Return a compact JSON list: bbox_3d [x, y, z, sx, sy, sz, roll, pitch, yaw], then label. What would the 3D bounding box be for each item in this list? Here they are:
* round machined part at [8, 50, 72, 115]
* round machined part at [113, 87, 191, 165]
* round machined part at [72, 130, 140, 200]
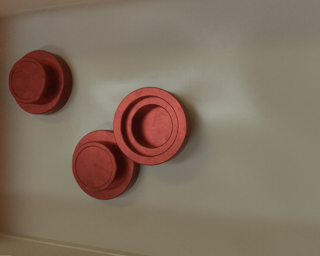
[{"bbox_3d":[-0.186,-0.069,0.467,0.098,0.042,0.097,0,90,20],"label":"round machined part"},{"bbox_3d":[-0.007,-0.002,0.403,0.098,0.042,0.097,0,89,19],"label":"round machined part"},{"bbox_3d":[-0.081,0.051,0.430,0.098,0.042,0.097,0,90,20],"label":"round machined part"}]
